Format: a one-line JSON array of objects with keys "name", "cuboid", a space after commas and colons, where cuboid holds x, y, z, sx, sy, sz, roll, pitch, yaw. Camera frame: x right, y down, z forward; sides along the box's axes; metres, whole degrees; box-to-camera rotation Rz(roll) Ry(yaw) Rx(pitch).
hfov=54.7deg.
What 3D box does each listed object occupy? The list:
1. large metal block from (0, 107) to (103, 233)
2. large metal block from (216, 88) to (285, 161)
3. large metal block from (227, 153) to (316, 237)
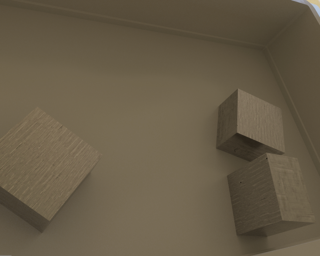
[{"name": "large metal block", "cuboid": [-0.117, 0.040, 0.302, 0.080, 0.050, 0.080, 37, 51, -3]}, {"name": "large metal block", "cuboid": [0.134, 0.000, 0.461, 0.080, 0.050, 0.080, 22, 54, -15]}, {"name": "large metal block", "cuboid": [0.135, 0.087, 0.390, 0.050, 0.080, 0.080, 11, 57, -23]}]
